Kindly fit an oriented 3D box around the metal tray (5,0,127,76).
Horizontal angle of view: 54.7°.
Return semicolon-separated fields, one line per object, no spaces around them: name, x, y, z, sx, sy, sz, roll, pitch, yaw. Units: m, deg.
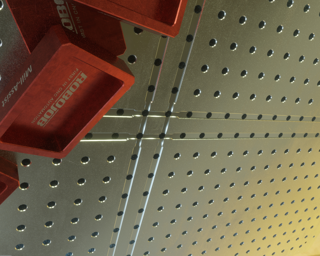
metal tray;-0.091;-0.119;0.285;0.091;0.030;0.129;-23;127;-15

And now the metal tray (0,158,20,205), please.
metal tray;-0.230;0.076;0.329;0.130;0.030;0.090;-45;130;3

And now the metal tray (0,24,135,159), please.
metal tray;-0.099;-0.027;0.306;0.130;0.030;0.090;-44;146;18

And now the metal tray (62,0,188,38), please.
metal tray;-0.024;-0.142;0.275;0.131;0.030;0.089;3;107;-47
